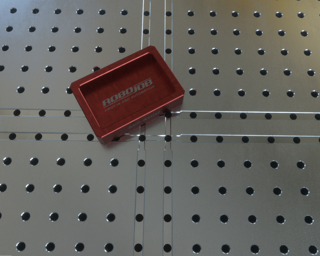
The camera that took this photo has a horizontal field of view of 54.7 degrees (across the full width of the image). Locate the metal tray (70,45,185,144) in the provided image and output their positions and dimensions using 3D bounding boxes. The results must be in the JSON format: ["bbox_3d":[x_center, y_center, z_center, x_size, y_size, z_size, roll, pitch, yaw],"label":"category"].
[{"bbox_3d":[-0.043,-0.047,0.425,0.131,0.030,0.090,-28,73,-10],"label":"metal tray"}]
